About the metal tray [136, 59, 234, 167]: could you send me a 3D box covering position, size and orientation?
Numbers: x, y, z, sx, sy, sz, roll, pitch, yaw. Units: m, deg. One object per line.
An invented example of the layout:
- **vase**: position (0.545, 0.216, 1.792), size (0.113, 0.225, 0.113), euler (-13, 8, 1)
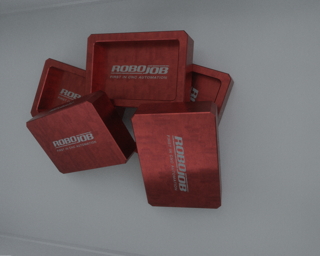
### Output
- **metal tray**: position (0.029, -0.016, 0.395), size (0.090, 0.030, 0.129), euler (20, 97, 18)

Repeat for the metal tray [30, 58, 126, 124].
- **metal tray**: position (-0.115, -0.038, 0.444), size (0.130, 0.030, 0.089), euler (21, 97, 18)

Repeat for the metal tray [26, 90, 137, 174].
- **metal tray**: position (-0.104, 0.010, 0.405), size (0.130, 0.030, 0.090), euler (-13, 115, 34)

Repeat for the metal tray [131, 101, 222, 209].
- **metal tray**: position (0.024, 0.035, 0.363), size (0.090, 0.030, 0.129), euler (-2, 118, 14)

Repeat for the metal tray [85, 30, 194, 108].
- **metal tray**: position (-0.027, -0.070, 0.383), size (0.130, 0.030, 0.089), euler (4, 91, 19)
